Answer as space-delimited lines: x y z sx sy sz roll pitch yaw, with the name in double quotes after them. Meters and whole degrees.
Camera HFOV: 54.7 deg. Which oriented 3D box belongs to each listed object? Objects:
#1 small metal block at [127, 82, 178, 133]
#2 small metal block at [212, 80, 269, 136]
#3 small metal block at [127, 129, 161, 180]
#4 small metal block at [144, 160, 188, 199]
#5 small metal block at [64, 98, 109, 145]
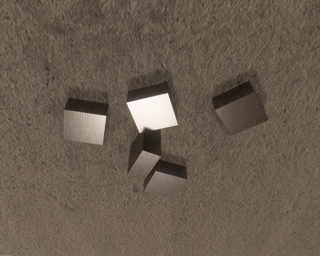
-0.008 -0.025 0.386 0.050 0.025 0.050 -12 129 10 "small metal block"
0.101 -0.024 0.389 0.050 0.025 0.050 -26 126 20 "small metal block"
-0.021 0.033 0.418 0.025 0.050 0.050 20 127 -17 "small metal block"
0.008 0.078 0.474 0.050 0.025 0.050 17 128 -15 "small metal block"
-0.095 -0.008 0.399 0.050 0.025 0.050 9 130 -8 "small metal block"
